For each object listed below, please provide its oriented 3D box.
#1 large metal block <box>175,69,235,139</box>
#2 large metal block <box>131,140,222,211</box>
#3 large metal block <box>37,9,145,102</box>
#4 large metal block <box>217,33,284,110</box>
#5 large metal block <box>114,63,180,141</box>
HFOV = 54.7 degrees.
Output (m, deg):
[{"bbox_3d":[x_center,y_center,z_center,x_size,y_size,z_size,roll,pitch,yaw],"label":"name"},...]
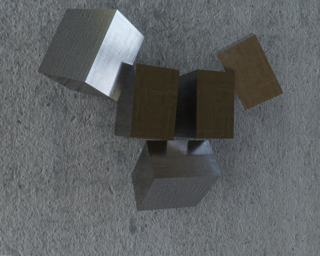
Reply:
[{"bbox_3d":[0.052,-0.028,0.402,0.050,0.080,0.079,1,90,-20],"label":"large metal block"},{"bbox_3d":[0.016,0.059,0.382,0.081,0.079,0.050,1,51,-20],"label":"large metal block"},{"bbox_3d":[-0.076,-0.082,0.344,0.050,0.080,0.080,32,77,-54],"label":"large metal block"},{"bbox_3d":[0.120,-0.079,0.420,0.050,0.080,0.080,-26,101,20],"label":"large metal block"},{"bbox_3d":[-0.019,-0.028,0.375,0.050,0.080,0.080,5,88,-20],"label":"large metal block"}]
